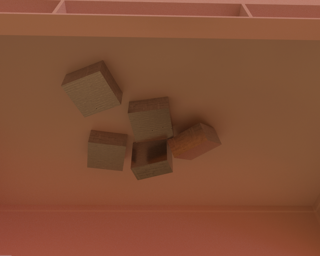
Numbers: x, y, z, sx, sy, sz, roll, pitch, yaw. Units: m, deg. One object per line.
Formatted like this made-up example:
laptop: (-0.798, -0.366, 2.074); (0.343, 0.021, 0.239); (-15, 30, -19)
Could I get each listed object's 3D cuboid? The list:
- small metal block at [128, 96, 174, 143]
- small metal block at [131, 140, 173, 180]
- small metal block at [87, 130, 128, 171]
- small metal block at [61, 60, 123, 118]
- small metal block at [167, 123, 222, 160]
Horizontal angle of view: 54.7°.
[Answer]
small metal block: (-0.011, -0.010, 0.400); (0.050, 0.025, 0.050); (-7, 130, 5)
small metal block: (-0.011, 0.040, 0.427); (0.050, 0.050, 0.025); (-15, 129, 11)
small metal block: (-0.074, 0.032, 0.436); (0.050, 0.025, 0.050); (7, 130, -7)
small metal block: (-0.079, -0.046, 0.369); (0.050, 0.025, 0.050); (-18, 128, 14)
small metal block: (0.047, 0.019, 0.411); (0.050, 0.025, 0.050); (-31, 157, 23)
